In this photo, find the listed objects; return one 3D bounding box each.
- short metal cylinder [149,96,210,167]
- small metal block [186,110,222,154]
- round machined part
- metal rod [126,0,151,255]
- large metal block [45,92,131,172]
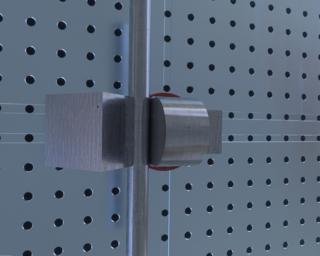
[{"bbox_3d":[0.016,0.004,0.358,0.050,0.080,0.079,1,90,-20],"label":"short metal cylinder"},{"bbox_3d":[0.051,0.004,0.374,0.025,0.050,0.050,1,90,-20],"label":"small metal block"},{"bbox_3d":[0.000,0.004,0.403,0.099,0.042,0.097,0,90,-21],"label":"round machined part"},{"bbox_3d":[-0.025,-0.003,0.360,0.025,0.025,0.298,1,90,-20],"label":"metal rod"},{"bbox_3d":[-0.081,0.003,0.348,0.050,0.080,0.079,1,90,-62],"label":"large metal block"}]
